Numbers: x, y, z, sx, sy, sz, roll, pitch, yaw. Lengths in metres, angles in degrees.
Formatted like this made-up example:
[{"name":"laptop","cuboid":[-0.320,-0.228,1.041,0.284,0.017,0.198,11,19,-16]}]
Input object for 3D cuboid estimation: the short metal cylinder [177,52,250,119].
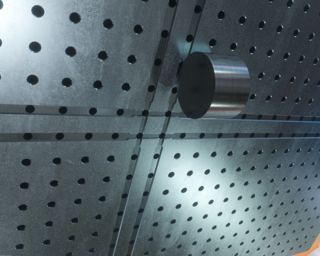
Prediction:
[{"name":"short metal cylinder","cuboid":[0.063,-0.051,0.380,0.050,0.080,0.079,-2,119,-28]}]
